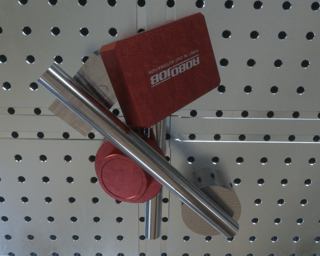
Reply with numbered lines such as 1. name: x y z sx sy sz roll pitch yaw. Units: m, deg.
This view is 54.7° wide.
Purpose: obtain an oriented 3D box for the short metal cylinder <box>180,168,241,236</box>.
1. short metal cylinder: 0.069 0.104 0.440 0.081 0.050 0.079 0 110 -1

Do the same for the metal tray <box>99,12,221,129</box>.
1. metal tray: 0.008 -0.067 0.344 0.131 0.030 0.090 -32 113 -34

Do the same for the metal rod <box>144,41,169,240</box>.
1. metal rod: -0.005 0.023 0.421 0.025 0.025 0.298 2 110 -1

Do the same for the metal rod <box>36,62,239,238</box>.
1. metal rod: -0.007 0.040 0.353 0.025 0.025 0.300 -42 113 13

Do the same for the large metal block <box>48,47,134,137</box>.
1. large metal block: -0.076 -0.047 0.367 0.050 0.080 0.080 40 105 -14

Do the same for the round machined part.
1. round machined part: -0.042 0.058 0.408 0.098 0.042 0.097 6 111 16
